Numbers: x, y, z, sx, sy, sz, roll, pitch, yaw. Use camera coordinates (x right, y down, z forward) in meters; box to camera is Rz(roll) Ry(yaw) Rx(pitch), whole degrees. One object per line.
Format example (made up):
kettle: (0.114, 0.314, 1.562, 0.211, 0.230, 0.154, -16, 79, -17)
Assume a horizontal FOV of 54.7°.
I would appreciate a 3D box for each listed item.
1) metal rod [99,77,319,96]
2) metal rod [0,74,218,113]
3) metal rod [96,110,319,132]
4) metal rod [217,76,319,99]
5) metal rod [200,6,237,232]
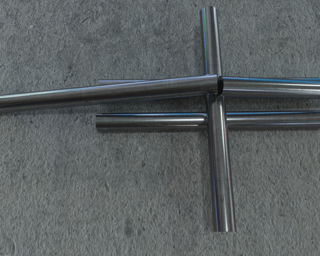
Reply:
metal rod: (0.068, -0.056, 0.430, 0.302, 0.025, 0.025, -1, 70, -1)
metal rod: (-0.080, -0.042, 0.397, 0.302, 0.025, 0.025, -4, 70, 8)
metal rod: (0.068, -0.010, 0.413, 0.302, 0.025, 0.025, -1, 70, -1)
metal rod: (0.221, -0.049, 0.404, 0.302, 0.025, 0.025, 1, 70, -11)
metal rod: (0.071, -0.026, 0.393, 0.025, 0.025, 0.299, 0, 70, -1)
